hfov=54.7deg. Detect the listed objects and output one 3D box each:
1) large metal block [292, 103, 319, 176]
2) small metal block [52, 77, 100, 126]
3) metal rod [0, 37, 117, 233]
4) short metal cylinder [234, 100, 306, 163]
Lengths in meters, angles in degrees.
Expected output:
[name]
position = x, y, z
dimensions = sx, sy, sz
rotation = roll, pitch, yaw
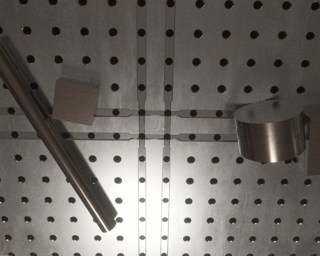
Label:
[large metal block]
position = 0.225, 0.012, 0.408
dimensions = 0.080, 0.050, 0.079
rotation = -6, 110, 2
[small metal block]
position = -0.108, -0.034, 0.399
dimensions = 0.050, 0.025, 0.050
rotation = 11, 110, -5
[metal rod]
position = -0.141, 0.022, 0.419
dimensions = 0.025, 0.025, 0.299
rotation = -24, 109, 8
[short metal cylinder]
position = 0.137, 0.002, 0.387
dimensions = 0.080, 0.080, 0.050
rotation = -12, 110, 4
